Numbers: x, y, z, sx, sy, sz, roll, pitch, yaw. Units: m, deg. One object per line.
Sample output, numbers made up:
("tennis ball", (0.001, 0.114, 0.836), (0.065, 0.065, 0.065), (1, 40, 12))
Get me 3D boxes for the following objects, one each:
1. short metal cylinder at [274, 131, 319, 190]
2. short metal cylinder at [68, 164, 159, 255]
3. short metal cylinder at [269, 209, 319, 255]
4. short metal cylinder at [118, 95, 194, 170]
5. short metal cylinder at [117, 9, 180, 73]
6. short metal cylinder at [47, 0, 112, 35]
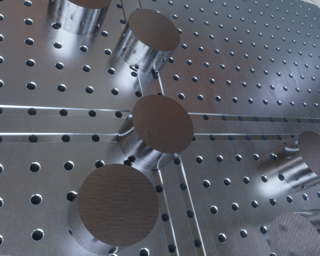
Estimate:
("short metal cylinder", (0.228, 0.051, 0.483), (0.081, 0.050, 0.080), (14, 56, -21))
("short metal cylinder", (-0.048, 0.083, 0.315), (0.081, 0.050, 0.080), (14, 56, -21))
("short metal cylinder", (0.185, 0.143, 0.385), (0.050, 0.080, 0.080), (2, 61, -27))
("short metal cylinder", (-0.006, 0.005, 0.385), (0.081, 0.050, 0.080), (14, 56, -21))
("short metal cylinder", (-0.017, -0.129, 0.461), (0.081, 0.050, 0.080), (14, 56, -21))
("short metal cylinder", (-0.114, -0.180, 0.440), (0.081, 0.050, 0.080), (14, 56, -21))
